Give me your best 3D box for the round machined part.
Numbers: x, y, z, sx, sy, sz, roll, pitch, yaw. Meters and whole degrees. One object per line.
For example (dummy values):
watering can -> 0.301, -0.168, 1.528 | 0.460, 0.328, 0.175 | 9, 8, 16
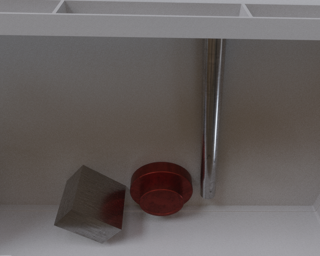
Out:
round machined part -> 0.002, 0.101, 0.484 | 0.099, 0.042, 0.097 | -1, 130, 0

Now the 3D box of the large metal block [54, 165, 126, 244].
large metal block -> -0.102, 0.116, 0.470 | 0.080, 0.080, 0.050 | 32, 123, -25

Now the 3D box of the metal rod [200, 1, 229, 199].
metal rod -> 0.066, -0.008, 0.403 | 0.025, 0.025, 0.298 | -3, 130, 2
